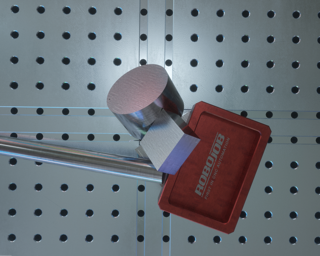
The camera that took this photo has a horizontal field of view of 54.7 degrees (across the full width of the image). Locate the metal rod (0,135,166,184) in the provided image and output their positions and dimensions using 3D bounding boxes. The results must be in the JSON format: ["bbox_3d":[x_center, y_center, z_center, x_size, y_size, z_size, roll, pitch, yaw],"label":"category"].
[{"bbox_3d":[-0.142,0.031,0.382,0.301,0.025,0.025,8,90,11],"label":"metal rod"}]

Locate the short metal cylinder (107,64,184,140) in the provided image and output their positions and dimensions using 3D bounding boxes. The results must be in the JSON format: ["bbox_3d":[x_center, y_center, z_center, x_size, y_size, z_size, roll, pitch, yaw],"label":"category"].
[{"bbox_3d":[-0.017,-0.032,0.379,0.080,0.080,0.050,-35,133,0],"label":"short metal cylinder"}]

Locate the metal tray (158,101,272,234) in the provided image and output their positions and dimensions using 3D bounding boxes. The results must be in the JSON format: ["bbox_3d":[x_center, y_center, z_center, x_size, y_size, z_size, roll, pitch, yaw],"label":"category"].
[{"bbox_3d":[0.061,0.044,0.359,0.090,0.030,0.129,21,90,0],"label":"metal tray"}]

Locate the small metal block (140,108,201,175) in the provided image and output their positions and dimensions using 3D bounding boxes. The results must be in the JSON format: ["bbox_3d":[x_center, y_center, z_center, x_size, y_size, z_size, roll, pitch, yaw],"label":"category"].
[{"bbox_3d":[0.010,0.015,0.341,0.025,0.050,0.050,21,111,-39],"label":"small metal block"}]

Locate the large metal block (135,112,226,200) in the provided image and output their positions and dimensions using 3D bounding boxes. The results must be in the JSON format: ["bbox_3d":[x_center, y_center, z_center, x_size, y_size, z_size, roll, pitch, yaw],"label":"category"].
[{"bbox_3d":[0.025,0.035,0.400,0.080,0.050,0.080,-35,90,0],"label":"large metal block"}]
